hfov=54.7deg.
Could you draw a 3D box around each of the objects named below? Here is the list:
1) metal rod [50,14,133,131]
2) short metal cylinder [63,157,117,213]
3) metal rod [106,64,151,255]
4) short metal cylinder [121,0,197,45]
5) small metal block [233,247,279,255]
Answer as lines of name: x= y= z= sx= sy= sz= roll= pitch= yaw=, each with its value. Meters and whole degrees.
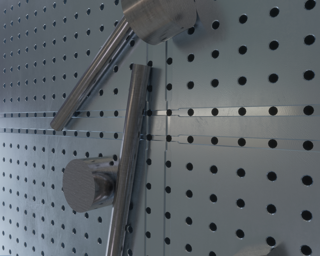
metal rod: x=-0.098 y=-0.097 z=0.489 sx=0.299 sy=0.025 sz=0.025 roll=-46 pitch=63 yaw=30
short metal cylinder: x=-0.106 y=0.086 z=0.481 sx=0.080 sy=0.050 sz=0.079 roll=0 pitch=90 yaw=40
metal rod: x=-0.048 y=0.059 z=0.448 sx=0.025 sy=0.025 sz=0.298 roll=15 pitch=99 yaw=39
short metal cylinder: x=0.000 y=-0.148 z=0.373 sx=0.050 sy=0.081 sz=0.080 roll=-17 pitch=79 yaw=39
small metal block: x=0.103 y=0.158 z=0.324 sx=0.050 sy=0.025 sz=0.050 roll=-29 pitch=72 yaw=36
